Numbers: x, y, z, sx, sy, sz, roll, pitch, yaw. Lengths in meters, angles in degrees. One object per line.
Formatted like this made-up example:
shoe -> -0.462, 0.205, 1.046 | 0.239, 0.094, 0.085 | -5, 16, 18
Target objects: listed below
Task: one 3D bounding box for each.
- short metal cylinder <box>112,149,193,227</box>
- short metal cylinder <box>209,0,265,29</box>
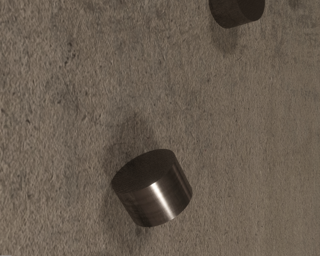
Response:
short metal cylinder -> -0.009, 0.068, 0.364 | 0.080, 0.080, 0.050 | -41, 115, -33
short metal cylinder -> 0.123, -0.205, 0.494 | 0.081, 0.050, 0.079 | 0, 90, -40
